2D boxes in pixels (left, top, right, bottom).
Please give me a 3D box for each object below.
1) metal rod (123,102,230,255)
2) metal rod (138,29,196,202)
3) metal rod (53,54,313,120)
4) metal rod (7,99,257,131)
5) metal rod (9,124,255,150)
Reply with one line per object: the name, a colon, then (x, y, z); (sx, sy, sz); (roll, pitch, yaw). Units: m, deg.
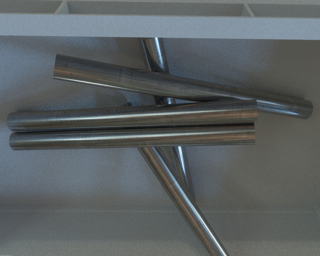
metal rod: (0.031, 0.098, 0.415); (0.025, 0.025, 0.299); (-28, 101, 22)
metal rod: (0.018, 0.013, 0.419); (0.025, 0.025, 0.298); (-9, 130, 7)
metal rod: (0.041, -0.042, 0.347); (0.302, 0.025, 0.025); (7, 130, -17)
metal rod: (-0.044, -0.013, 0.364); (0.301, 0.025, 0.025); (-2, 131, 14)
metal rod: (-0.043, 0.011, 0.373); (0.301, 0.025, 0.025); (-2, 131, 13)
